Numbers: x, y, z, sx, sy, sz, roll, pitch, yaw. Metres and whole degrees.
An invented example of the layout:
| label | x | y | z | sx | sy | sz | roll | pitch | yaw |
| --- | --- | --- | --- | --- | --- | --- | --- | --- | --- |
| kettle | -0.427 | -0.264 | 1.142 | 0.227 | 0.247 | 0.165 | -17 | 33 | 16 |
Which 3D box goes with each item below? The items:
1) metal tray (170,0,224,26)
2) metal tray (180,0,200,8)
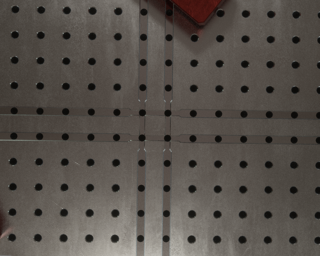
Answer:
| label | x | y | z | sx | sy | sz | roll | pitch | yaw |
| --- | --- | --- | --- | --- | --- | --- | --- | --- | --- |
| metal tray | 0.033 | -0.206 | 0.391 | 0.130 | 0.030 | 0.090 | 40 | 106 | -1 |
| metal tray | 0.052 | -0.239 | 0.411 | 0.090 | 0.030 | 0.130 | 41 | 90 | -1 |
